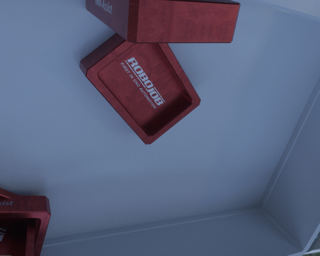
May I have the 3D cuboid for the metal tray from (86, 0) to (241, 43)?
[{"bbox_3d":[-0.006,-0.106,0.272,0.091,0.130,0.030,-7,122,-25],"label":"metal tray"}]

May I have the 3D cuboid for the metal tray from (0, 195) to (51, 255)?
[{"bbox_3d":[-0.203,0.122,0.357,0.131,0.030,0.089,8,114,-29],"label":"metal tray"}]

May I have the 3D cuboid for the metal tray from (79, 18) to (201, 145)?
[{"bbox_3d":[-0.017,-0.050,0.364,0.090,0.030,0.130,-39,129,-2],"label":"metal tray"}]

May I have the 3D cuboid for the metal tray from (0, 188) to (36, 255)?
[{"bbox_3d":[-0.194,0.099,0.318,0.030,0.090,0.130,-38,131,16],"label":"metal tray"}]
